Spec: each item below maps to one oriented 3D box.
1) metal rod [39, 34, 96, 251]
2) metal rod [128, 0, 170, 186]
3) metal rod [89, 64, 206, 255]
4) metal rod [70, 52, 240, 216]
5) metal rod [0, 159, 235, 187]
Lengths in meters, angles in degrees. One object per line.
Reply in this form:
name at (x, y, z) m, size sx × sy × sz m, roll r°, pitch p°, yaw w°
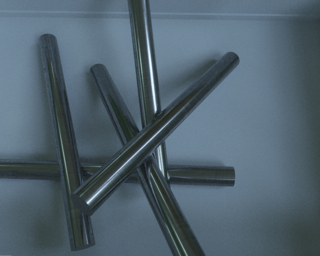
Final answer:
metal rod at (-0.122, -0.003, 0.389) m, size 0.025 × 0.025 × 0.299 m, roll -16°, pitch 63°, yaw -6°
metal rod at (-0.016, -0.071, 0.362) m, size 0.025 × 0.025 × 0.298 m, roll -7°, pitch 90°, yaw -2°
metal rod at (-0.028, 0.020, 0.347) m, size 0.025 × 0.025 × 0.300 m, roll -24°, pitch 51°, yaw -8°
metal rod at (0.019, -0.017, 0.354) m, size 0.025 × 0.025 × 0.302 m, roll 36°, pitch 50°, yaw 12°
metal rod at (-0.060, 0.056, 0.388) m, size 0.302 × 0.025 × 0.025 m, roll 2°, pitch 70°, yaw 0°
